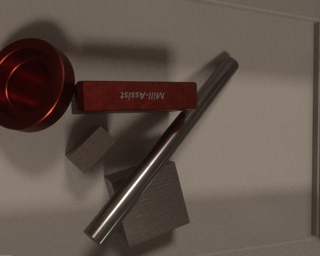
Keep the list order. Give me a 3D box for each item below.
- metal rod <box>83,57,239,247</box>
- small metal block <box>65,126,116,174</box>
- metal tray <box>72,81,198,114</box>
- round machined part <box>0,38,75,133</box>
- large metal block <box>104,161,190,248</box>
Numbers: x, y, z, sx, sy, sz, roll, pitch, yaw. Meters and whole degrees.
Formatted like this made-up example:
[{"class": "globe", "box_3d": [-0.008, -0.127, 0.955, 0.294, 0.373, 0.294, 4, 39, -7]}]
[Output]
[{"class": "metal rod", "box_3d": [0.018, 0.009, 0.380, 0.025, 0.025, 0.301, 48, 61, -14]}, {"class": "small metal block", "box_3d": [-0.083, 0.024, 0.367, 0.050, 0.050, 0.025, -47, 105, -14]}, {"class": "metal tray", "box_3d": [-0.033, -0.034, 0.364, 0.131, 0.090, 0.030, -3, 91, -20]}, {"class": "round machined part", "box_3d": [-0.135, -0.043, 0.335, 0.098, 0.042, 0.097, -3, 80, 16]}, {"class": "large metal block", "box_3d": [-0.017, 0.090, 0.392, 0.081, 0.050, 0.080, -16, 96, -20]}]
